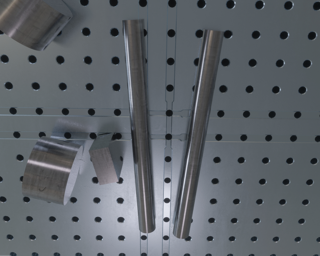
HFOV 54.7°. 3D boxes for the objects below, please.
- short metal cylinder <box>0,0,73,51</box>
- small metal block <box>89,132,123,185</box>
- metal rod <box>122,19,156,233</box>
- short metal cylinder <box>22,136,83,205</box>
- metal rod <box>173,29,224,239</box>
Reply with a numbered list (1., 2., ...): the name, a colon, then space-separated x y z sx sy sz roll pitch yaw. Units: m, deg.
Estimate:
1. short metal cylinder: -0.143 -0.130 0.335 0.080 0.080 0.050 42 105 -14
2. small metal block: -0.071 0.040 0.414 0.025 0.050 0.050 -11 110 4
3. metal rod: -0.026 0.012 0.417 0.025 0.025 0.298 -3 110 1
4. short metal cylinder: -0.137 0.055 0.403 0.050 0.080 0.079 15 109 -6
5. metal rod: 0.048 0.022 0.421 0.025 0.025 0.298 6 110 -2
